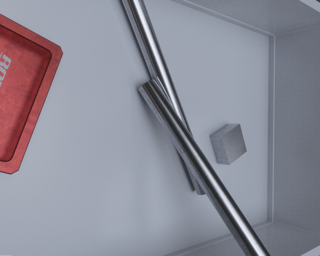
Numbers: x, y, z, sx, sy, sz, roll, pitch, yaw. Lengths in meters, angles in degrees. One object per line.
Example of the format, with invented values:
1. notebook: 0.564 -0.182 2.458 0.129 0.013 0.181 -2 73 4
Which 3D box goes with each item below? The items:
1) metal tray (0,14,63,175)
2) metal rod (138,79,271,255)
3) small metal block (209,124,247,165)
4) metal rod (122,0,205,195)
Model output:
1. metal tray: -0.153 -0.033 0.275 0.090 0.030 0.130 26 74 -37
2. metal rod: 0.064 0.070 0.381 0.025 0.025 0.299 -28 82 -37
3. small metal block: 0.111 0.026 0.503 0.050 0.025 0.050 -29 108 -36
4. metal rod: 0.013 -0.039 0.419 0.025 0.025 0.298 -35 112 -35
